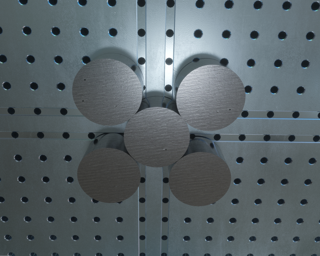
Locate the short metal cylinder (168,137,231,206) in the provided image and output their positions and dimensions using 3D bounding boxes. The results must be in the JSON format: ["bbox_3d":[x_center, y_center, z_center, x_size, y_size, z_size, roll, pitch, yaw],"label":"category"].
[{"bbox_3d":[0.051,0.058,0.422,0.081,0.050,0.079,0,110,-1],"label":"short metal cylinder"}]

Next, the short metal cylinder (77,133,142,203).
[{"bbox_3d":[-0.065,0.053,0.418,0.081,0.050,0.079,0,110,-1],"label":"short metal cylinder"}]

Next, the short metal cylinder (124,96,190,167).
[{"bbox_3d":[-0.004,0.004,0.401,0.081,0.050,0.079,0,110,-1],"label":"short metal cylinder"}]

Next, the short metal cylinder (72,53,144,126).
[{"bbox_3d":[-0.061,-0.049,0.381,0.081,0.050,0.079,0,110,-1],"label":"short metal cylinder"}]

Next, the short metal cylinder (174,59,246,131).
[{"bbox_3d":[0.059,-0.042,0.383,0.081,0.050,0.079,0,110,-1],"label":"short metal cylinder"}]
